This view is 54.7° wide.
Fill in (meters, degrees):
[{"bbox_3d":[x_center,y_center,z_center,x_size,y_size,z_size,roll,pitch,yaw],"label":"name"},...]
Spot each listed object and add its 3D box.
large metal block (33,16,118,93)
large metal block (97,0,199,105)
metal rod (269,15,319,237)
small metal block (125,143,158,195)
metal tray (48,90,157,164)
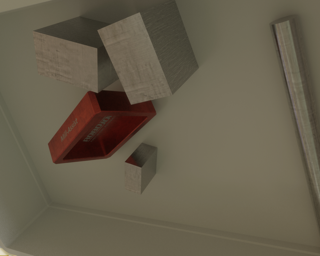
[{"bbox_3d":[-0.084,-0.089,0.361,0.080,0.080,0.050,19,125,17],"label":"large metal block"},{"bbox_3d":[-0.007,-0.081,0.326,0.050,0.080,0.080,-10,114,32],"label":"large metal block"},{"bbox_3d":[0.167,0.029,0.338,0.025,0.025,0.299,-9,114,32],"label":"metal rod"},{"bbox_3d":[-0.027,0.057,0.440,0.025,0.050,0.050,16,125,19],"label":"small metal block"},{"bbox_3d":[-0.077,0.002,0.405,0.129,0.091,0.030,-41,63,39],"label":"metal tray"}]
